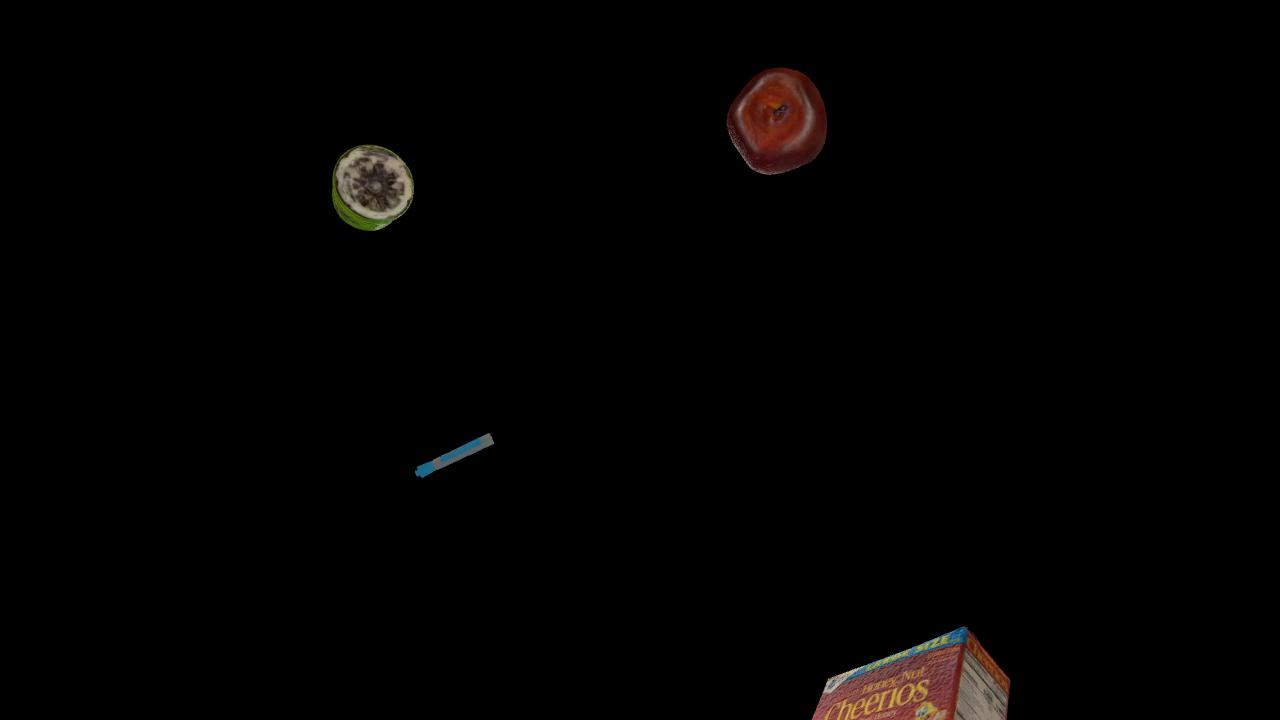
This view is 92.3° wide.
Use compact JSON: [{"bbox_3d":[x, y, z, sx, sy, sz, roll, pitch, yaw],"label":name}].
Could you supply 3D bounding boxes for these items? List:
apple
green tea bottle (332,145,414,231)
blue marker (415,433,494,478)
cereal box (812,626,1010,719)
[{"bbox_3d":[0.110,-0.186,0.487,0.079,0.079,0.093,0,8,12],"label":"apple"},{"bbox_3d":[-0.284,-0.173,0.645,0.073,0.073,0.212,0,9,-26],"label":"green tea bottle"},{"bbox_3d":[-0.280,0.145,0.928,0.121,0.020,0.020,-25,5,-11],"label":"blue marker"},{"bbox_3d":[0.232,0.408,0.588,0.203,0.081,0.306,-46,-10,37],"label":"cereal box"}]
